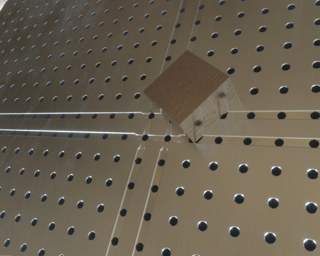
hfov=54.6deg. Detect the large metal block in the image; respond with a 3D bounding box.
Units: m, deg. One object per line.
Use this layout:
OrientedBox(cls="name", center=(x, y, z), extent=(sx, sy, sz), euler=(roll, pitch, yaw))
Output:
OrientedBox(cls="large metal block", center=(0.039, -0.041, 0.398), extent=(0.080, 0.050, 0.080), euler=(-44, 51, -2))
